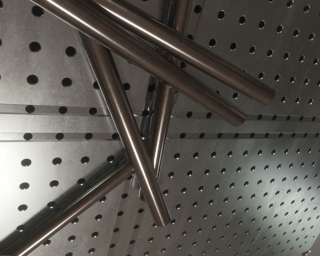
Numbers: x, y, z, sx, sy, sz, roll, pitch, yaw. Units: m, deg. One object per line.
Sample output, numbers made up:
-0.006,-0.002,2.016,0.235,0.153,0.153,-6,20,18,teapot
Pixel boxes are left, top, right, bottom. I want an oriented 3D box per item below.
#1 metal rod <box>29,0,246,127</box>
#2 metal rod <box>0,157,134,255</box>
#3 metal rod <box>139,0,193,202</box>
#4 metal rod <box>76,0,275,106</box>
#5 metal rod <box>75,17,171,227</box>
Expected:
0.001,-0.066,0.338,0.301,0.025,0.025,26,104,-37,metal rod
-0.159,0.140,0.411,0.301,0.025,0.025,-37,130,-4,metal rod
0.004,-0.027,0.397,0.025,0.025,0.298,-5,121,-26,metal rod
0.014,-0.091,0.332,0.302,0.025,0.025,22,106,-27,metal rod
-0.035,0.014,0.382,0.025,0.025,0.298,-26,122,-13,metal rod
